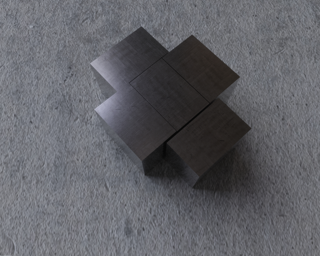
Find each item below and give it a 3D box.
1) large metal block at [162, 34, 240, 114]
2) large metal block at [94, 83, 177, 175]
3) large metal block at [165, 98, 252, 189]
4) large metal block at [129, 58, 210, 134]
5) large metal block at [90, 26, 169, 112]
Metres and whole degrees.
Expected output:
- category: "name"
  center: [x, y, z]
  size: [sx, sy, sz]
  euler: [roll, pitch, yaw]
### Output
- category: "large metal block"
  center: [0.048, -0.058, 0.403]
  size: [0.050, 0.080, 0.080]
  euler: [-41, 75, -13]
- category: "large metal block"
  center: [-0.028, 0.005, 0.379]
  size: [0.050, 0.080, 0.080]
  euler: [-41, 75, -13]
- category: "large metal block"
  center: [0.054, 0.022, 0.373]
  size: [0.080, 0.080, 0.050]
  euler: [-40, 75, -13]
- category: "large metal block"
  center: [0.010, -0.027, 0.390]
  size: [0.050, 0.080, 0.080]
  euler: [-41, 75, -13]
- category: "large metal block"
  center: [-0.036, -0.070, 0.406]
  size: [0.080, 0.080, 0.050]
  euler: [-40, 75, -13]
